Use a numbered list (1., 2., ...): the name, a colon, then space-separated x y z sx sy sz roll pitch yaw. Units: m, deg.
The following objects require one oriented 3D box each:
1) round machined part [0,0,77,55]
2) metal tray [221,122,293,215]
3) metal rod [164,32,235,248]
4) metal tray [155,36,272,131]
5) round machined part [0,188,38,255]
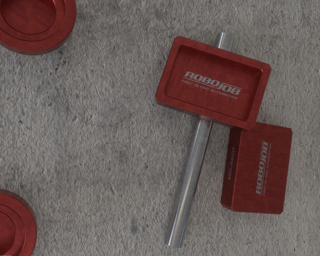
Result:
1. round machined part: -0.146 -0.130 0.346 0.099 0.042 0.097 0 90 -20
2. metal tray: 0.144 0.058 0.460 0.091 0.030 0.129 9 87 -20
3. metal rod: 0.056 0.013 0.429 0.025 0.025 0.299 17 84 -19
4. metal tray: 0.068 -0.057 0.407 0.131 0.030 0.090 18 85 1
5. round machined part: -0.185 0.113 0.332 0.099 0.042 0.097 0 90 -20
